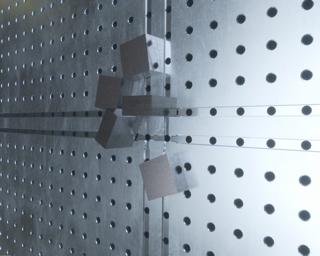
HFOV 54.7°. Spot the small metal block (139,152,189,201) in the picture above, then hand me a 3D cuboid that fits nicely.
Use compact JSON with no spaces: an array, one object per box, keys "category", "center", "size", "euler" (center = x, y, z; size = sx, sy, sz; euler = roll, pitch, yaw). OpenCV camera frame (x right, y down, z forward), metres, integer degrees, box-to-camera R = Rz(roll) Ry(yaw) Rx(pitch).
[{"category":"small metal block","center":[0.004,0.064,0.404],"size":[0.050,0.025,0.050],"euler":[-25,75,37]}]

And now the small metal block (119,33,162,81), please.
[{"category":"small metal block","center":[-0.027,-0.096,0.430],"size":[0.050,0.025,0.050],"euler":[-11,83,39]}]

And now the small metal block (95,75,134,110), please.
[{"category":"small metal block","center":[-0.069,-0.051,0.464],"size":[0.050,0.025,0.050],"euler":[15,100,38]}]

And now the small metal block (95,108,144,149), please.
[{"category":"small metal block","center":[-0.057,0.001,0.438],"size":[0.025,0.050,0.050],"euler":[36,112,34]}]

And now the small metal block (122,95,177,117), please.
[{"category":"small metal block","center":[-0.013,-0.028,0.402],"size":[0.050,0.050,0.025],"euler":[2,92,39]}]
